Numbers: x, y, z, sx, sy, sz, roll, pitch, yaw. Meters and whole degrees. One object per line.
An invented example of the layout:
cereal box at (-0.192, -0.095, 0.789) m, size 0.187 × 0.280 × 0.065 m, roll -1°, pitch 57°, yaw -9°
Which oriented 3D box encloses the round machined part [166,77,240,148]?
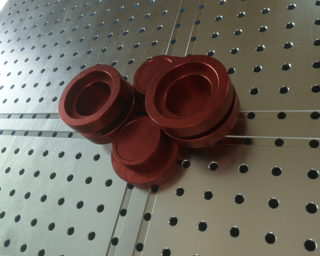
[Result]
round machined part at (0.050, -0.019, 0.383) m, size 0.098 × 0.042 × 0.098 m, roll -13°, pitch 56°, yaw 21°

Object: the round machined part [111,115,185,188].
round machined part at (-0.021, 0.023, 0.394) m, size 0.098 × 0.042 × 0.098 m, roll -13°, pitch 56°, yaw 21°

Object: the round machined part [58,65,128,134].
round machined part at (-0.086, -0.035, 0.423) m, size 0.098 × 0.042 × 0.098 m, roll -13°, pitch 56°, yaw 21°

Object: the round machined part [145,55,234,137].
round machined part at (0.036, -0.033, 0.357) m, size 0.098 × 0.042 × 0.098 m, roll -13°, pitch 56°, yaw 21°

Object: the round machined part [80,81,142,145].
round machined part at (-0.070, -0.020, 0.447) m, size 0.098 × 0.042 × 0.098 m, roll -13°, pitch 56°, yaw 21°

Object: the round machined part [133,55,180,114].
round machined part at (0.002, -0.063, 0.436) m, size 0.098 × 0.042 × 0.098 m, roll -13°, pitch 56°, yaw 21°
